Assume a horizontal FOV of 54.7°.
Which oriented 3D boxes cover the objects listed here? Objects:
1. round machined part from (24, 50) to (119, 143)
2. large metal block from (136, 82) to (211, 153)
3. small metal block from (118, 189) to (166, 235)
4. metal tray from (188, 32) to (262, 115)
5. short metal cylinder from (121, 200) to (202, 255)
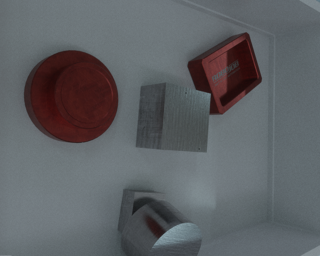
[{"bbox_3d":[-0.085,-0.033,0.326,0.099,0.042,0.097,0,90,-40],"label":"round machined part"},{"bbox_3d":[0.019,-0.011,0.408,0.081,0.050,0.080,7,85,-40],"label":"large metal block"},{"bbox_3d":[-0.022,0.105,0.390,0.050,0.025,0.050,13,80,-40],"label":"small metal block"},{"bbox_3d":[0.109,-0.089,0.496,0.131,0.030,0.090,-36,113,-34],"label":"metal tray"},{"bbox_3d":[0.002,0.133,0.363,0.081,0.050,0.079,-15,117,-32],"label":"short metal cylinder"}]
